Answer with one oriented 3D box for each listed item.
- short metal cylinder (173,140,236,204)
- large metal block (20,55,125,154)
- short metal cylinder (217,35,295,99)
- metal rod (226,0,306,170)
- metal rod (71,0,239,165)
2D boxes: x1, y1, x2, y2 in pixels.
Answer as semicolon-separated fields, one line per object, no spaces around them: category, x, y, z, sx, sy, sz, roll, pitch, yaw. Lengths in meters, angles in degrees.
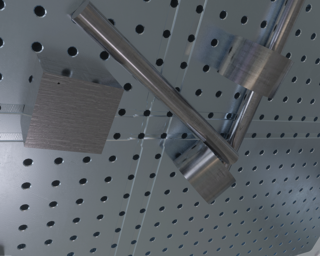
short metal cylinder;0.064;0.063;0.450;0.050;0.080;0.080;-41;130;-1
large metal block;-0.095;-0.022;0.329;0.081;0.050;0.079;9;114;-33
short metal cylinder;0.120;-0.078;0.393;0.081;0.080;0.050;13;112;-34
metal rod;0.139;-0.051;0.455;0.025;0.025;0.298;4;117;-30
metal rod;0.016;-0.035;0.385;0.025;0.025;0.301;-46;125;4
